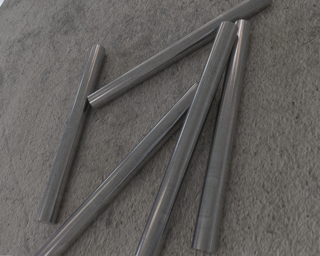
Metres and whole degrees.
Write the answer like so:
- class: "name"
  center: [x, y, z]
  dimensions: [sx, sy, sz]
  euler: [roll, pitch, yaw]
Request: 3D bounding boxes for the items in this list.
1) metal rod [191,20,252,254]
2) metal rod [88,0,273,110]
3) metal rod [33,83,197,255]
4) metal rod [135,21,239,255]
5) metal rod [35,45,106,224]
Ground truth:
- class: "metal rod"
  center: [0.079, -0.010, 0.368]
  dimensions: [0.025, 0.025, 0.300]
  euler: [1, 62, 29]
- class: "metal rod"
  center: [0.024, -0.113, 0.460]
  dimensions: [0.300, 0.025, 0.025]
  euler: [-30, 52, 9]
- class: "metal rod"
  center: [-0.048, 0.060, 0.392]
  dimensions: [0.300, 0.025, 0.025]
  euler: [-47, 51, -5]
- class: "metal rod"
  center: [0.038, 0.003, 0.366]
  dimensions: [0.025, 0.025, 0.299]
  euler: [11, 72, 33]
- class: "metal rod"
  center: [-0.129, -0.007, 0.476]
  dimensions: [0.025, 0.025, 0.300]
  euler: [-5, 59, 26]
